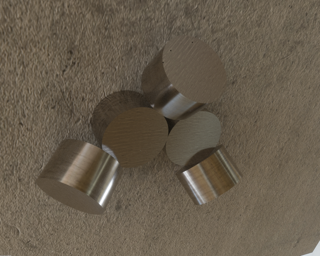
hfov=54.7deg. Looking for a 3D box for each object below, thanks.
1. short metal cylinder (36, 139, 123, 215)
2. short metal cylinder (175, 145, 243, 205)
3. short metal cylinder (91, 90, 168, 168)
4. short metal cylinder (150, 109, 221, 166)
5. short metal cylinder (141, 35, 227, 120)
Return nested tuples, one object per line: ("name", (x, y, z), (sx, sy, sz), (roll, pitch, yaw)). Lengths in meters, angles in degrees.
("short metal cylinder", (-0.089, 0.056, 0.351), (0.080, 0.080, 0.050), (55, 46, -39))
("short metal cylinder", (0.069, 0.066, 0.443), (0.080, 0.080, 0.050), (-32, 87, -7))
("short metal cylinder", (-0.037, 0.001, 0.372), (0.081, 0.050, 0.079), (-14, 124, -21))
("short metal cylinder", (0.033, 0.003, 0.412), (0.081, 0.050, 0.079), (-14, 124, -21))
("short metal cylinder", (0.026, -0.055, 0.345), (0.081, 0.080, 0.050), (1, 160, -29))
